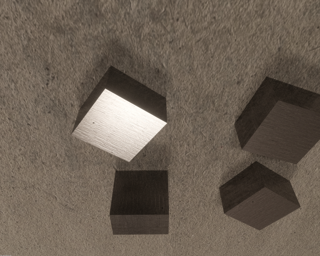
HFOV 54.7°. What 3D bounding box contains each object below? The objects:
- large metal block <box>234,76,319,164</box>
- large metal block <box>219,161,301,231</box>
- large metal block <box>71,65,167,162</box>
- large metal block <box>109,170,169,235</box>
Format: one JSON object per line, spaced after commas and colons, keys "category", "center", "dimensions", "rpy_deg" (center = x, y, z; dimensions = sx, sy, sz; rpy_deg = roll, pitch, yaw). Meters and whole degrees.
{"category": "large metal block", "center": [0.152, -0.008, 0.387], "dimensions": [0.081, 0.050, 0.079], "rpy_deg": [15, 129, -13]}
{"category": "large metal block", "center": [0.154, 0.108, 0.486], "dimensions": [0.080, 0.050, 0.080], "rpy_deg": [30, 124, -23]}
{"category": "large metal block", "center": [-0.048, -0.015, 0.378], "dimensions": [0.080, 0.050, 0.080], "rpy_deg": [29, 124, -23]}
{"category": "large metal block", "center": [-0.028, 0.110, 0.465], "dimensions": [0.081, 0.080, 0.050], "rpy_deg": [0, 130, 0]}
